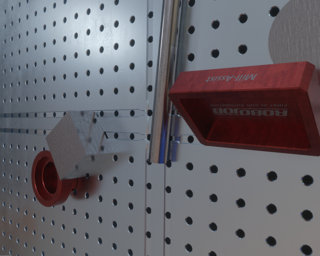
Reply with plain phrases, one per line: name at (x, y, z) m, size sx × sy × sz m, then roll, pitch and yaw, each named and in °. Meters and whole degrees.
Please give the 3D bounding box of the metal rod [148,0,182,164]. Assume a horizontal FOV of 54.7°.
metal rod at (0.010, -0.103, 0.400) m, size 0.025 × 0.025 × 0.298 m, roll 9°, pitch 96°, yaw 39°

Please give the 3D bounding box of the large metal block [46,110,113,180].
large metal block at (-0.133, 0.028, 0.503) m, size 0.080 × 0.050 × 0.080 m, roll -41°, pitch 66°, yaw 32°

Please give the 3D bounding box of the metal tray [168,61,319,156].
metal tray at (0.083, -0.016, 0.299) m, size 0.130 × 0.090 × 0.030 m, roll 3°, pitch 54°, yaw 40°

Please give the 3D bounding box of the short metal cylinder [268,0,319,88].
short metal cylinder at (0.145, -0.077, 0.274) m, size 0.080 × 0.050 × 0.079 m, roll 0°, pitch 90°, yaw 40°

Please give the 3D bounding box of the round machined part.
round machined part at (-0.184, 0.087, 0.550) m, size 0.098 × 0.042 × 0.097 m, roll 0°, pitch 90°, yaw 40°
